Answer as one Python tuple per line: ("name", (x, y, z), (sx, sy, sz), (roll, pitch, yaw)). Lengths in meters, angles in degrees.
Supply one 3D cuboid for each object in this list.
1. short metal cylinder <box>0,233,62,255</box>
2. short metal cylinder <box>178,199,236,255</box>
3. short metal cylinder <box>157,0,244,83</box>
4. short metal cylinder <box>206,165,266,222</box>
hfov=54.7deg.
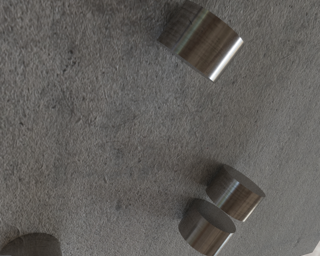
("short metal cylinder", (-0.171, 0.188, 0.414), (0.081, 0.050, 0.079), (-14, 124, -21))
("short metal cylinder", (0.078, 0.164, 0.515), (0.080, 0.080, 0.050), (22, 107, -36))
("short metal cylinder", (0.043, -0.092, 0.338), (0.080, 0.080, 0.050), (29, 103, -38))
("short metal cylinder", (0.122, 0.104, 0.502), (0.080, 0.080, 0.050), (25, 105, -37))
